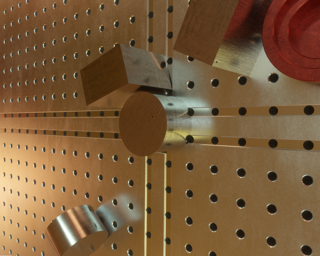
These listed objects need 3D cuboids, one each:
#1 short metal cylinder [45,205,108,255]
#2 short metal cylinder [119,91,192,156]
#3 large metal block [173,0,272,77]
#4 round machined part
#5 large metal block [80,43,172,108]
[{"bbox_3d":[-0.128,0.165,0.480,0.050,0.081,0.080,48,119,29],"label":"short metal cylinder"},{"bbox_3d":[-0.007,-0.005,0.399,0.080,0.050,0.080,0,90,40],"label":"short metal cylinder"},{"bbox_3d":[0.070,-0.103,0.316,0.050,0.081,0.079,33,111,35],"label":"large metal block"},{"bbox_3d":[0.147,-0.088,0.277,0.098,0.042,0.097,0,90,40],"label":"round machined part"},{"bbox_3d":[-0.045,-0.064,0.411,0.080,0.081,0.050,-21,77,38],"label":"large metal block"}]
